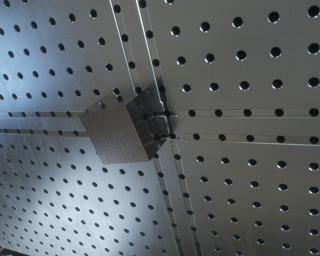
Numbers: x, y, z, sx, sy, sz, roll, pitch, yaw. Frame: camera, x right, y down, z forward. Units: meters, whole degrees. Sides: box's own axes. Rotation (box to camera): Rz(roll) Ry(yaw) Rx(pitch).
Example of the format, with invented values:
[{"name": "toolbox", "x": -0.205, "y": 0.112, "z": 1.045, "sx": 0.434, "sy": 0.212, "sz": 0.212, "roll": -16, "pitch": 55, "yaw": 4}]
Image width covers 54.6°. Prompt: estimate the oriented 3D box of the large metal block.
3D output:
[{"name": "large metal block", "x": -0.050, "y": 0.001, "z": 0.423, "sx": 0.080, "sy": 0.050, "sz": 0.080, "roll": -8, "pitch": 115, "yaw": 32}]
